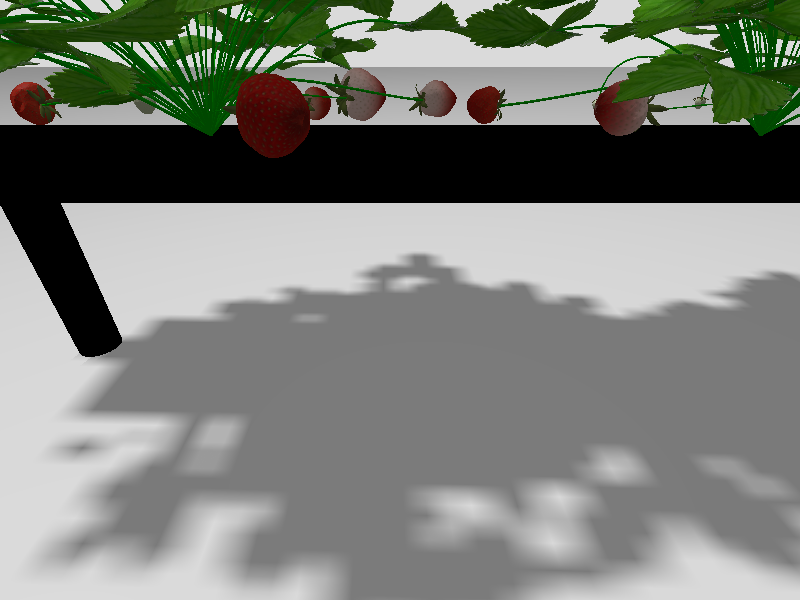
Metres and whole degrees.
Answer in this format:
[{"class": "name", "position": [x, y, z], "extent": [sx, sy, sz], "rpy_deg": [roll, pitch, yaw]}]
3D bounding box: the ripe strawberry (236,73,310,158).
[{"class": "ripe strawberry", "position": [-0.077, -0.116, 0.256], "extent": [0.050, 0.050, 0.047], "rpy_deg": [26, 40, 35]}]

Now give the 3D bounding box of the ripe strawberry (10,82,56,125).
[{"class": "ripe strawberry", "position": [-0.340, -0.182, 0.370], "extent": [0.034, 0.035, 0.031], "rpy_deg": [9, 33, 15]}]

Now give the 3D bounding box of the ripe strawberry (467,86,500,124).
[{"class": "ripe strawberry", "position": [0.078, -0.183, 0.377], "extent": [0.030, 0.031, 0.028], "rpy_deg": [9, 33, 15]}]

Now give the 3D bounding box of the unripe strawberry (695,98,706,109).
[{"class": "unripe strawberry", "position": [0.349, -0.229, 0.465], "extent": [0.011, 0.012, 0.012], "rpy_deg": [10, 33, 15]}]

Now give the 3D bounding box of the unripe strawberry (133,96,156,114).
[{"class": "unripe strawberry", "position": [-0.286, -0.221, 0.450], "extent": [0.023, 0.023, 0.019], "rpy_deg": [-25, 39, -34]}]

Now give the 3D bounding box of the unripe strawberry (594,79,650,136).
[{"class": "unripe strawberry", "position": [0.175, -0.153, 0.318], "extent": [0.039, 0.041, 0.036], "rpy_deg": [0, 32, 1]}]

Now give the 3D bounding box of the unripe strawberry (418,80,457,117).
[{"class": "unripe strawberry", "position": [0.039, -0.205, 0.407], "extent": [0.039, 0.034, 0.039], "rpy_deg": [-15, 35, -24]}]

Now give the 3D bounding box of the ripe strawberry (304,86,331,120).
[{"class": "ripe strawberry", "position": [-0.080, -0.194, 0.395], "extent": [0.026, 0.030, 0.029], "rpy_deg": [24, 38, 33]}]

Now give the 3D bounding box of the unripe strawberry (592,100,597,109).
[{"class": "unripe strawberry", "position": [0.220, -0.216, 0.445], "extent": [0.010, 0.011, 0.011], "rpy_deg": [-15, 35, -23]}]

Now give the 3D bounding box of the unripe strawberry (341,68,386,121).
[{"class": "unripe strawberry", "position": [-0.035, -0.207, 0.404], "extent": [0.049, 0.048, 0.045], "rpy_deg": [-24, 39, -34]}]
